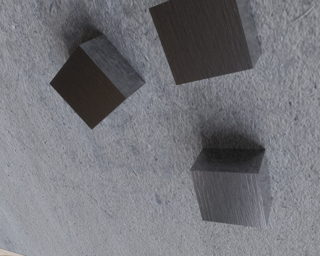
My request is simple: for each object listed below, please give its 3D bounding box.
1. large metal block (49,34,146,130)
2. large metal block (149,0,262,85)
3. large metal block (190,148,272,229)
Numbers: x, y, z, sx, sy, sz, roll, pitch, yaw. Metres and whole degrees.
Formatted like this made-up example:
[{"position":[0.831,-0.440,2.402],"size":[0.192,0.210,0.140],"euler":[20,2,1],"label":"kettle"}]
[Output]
[{"position":[-0.080,-0.057,0.397],"size":[0.080,0.050,0.080],"euler":[49,129,-7],"label":"large metal block"},{"position":[0.047,-0.096,0.306],"size":[0.080,0.050,0.080],"euler":[-8,115,32],"label":"large metal block"},{"position":[0.091,0.073,0.388],"size":[0.080,0.050,0.080],"euler":[-2,118,29],"label":"large metal block"}]
